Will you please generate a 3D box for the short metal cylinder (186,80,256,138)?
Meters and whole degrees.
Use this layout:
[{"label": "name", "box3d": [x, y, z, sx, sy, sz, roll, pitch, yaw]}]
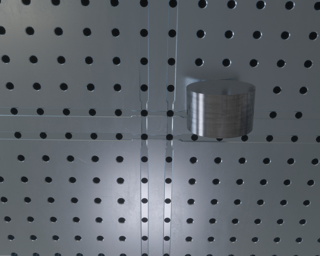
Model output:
[{"label": "short metal cylinder", "box3d": [0.072, -0.026, 0.375, 0.080, 0.080, 0.050, -2, 110, 1]}]
